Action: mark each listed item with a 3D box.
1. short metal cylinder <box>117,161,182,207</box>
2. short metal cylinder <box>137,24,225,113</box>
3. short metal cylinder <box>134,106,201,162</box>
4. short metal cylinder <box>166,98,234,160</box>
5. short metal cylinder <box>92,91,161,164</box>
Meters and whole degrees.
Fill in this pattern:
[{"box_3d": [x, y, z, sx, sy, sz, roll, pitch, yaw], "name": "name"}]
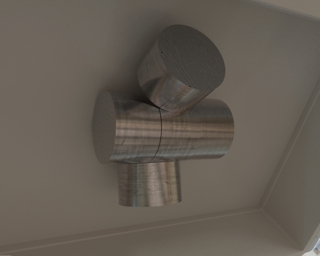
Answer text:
[{"box_3d": [-0.013, 0.069, 0.397, 0.081, 0.080, 0.050, 0, 84, -29], "name": "short metal cylinder"}, {"box_3d": [0.023, -0.063, 0.335, 0.081, 0.080, 0.050, 2, 155, -29], "name": "short metal cylinder"}, {"box_3d": [0.005, 0.001, 0.374, 0.050, 0.080, 0.079, 1, 118, -29], "name": "short metal cylinder"}, {"box_3d": [0.049, 0.001, 0.398, 0.050, 0.080, 0.079, 1, 118, -29], "name": "short metal cylinder"}, {"box_3d": [-0.040, 0.000, 0.349, 0.050, 0.080, 0.079, 1, 118, -29], "name": "short metal cylinder"}]
